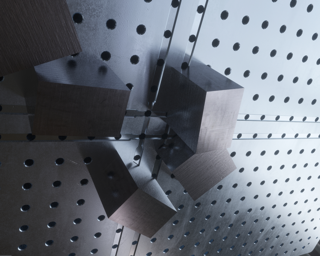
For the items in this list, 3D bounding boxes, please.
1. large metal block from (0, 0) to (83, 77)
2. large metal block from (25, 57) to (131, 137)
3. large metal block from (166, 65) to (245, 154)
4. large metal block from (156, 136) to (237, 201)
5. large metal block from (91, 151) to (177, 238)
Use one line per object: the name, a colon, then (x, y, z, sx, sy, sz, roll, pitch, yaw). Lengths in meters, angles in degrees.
large metal block: (-0.123, -0.099, 0.267, 0.080, 0.050, 0.080, -22, 127, -15)
large metal block: (-0.085, -0.033, 0.308, 0.081, 0.080, 0.050, 3, 117, -30)
large metal block: (0.052, -0.026, 0.387, 0.050, 0.080, 0.079, -8, 122, -24)
large metal block: (0.054, 0.047, 0.453, 0.080, 0.050, 0.080, -37, 129, -3)
large metal block: (-0.035, 0.087, 0.410, 0.050, 0.080, 0.080, -46, 129, 4)
